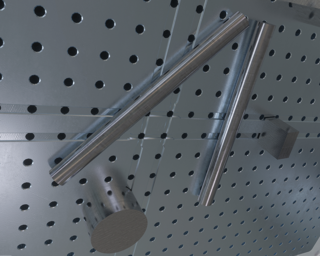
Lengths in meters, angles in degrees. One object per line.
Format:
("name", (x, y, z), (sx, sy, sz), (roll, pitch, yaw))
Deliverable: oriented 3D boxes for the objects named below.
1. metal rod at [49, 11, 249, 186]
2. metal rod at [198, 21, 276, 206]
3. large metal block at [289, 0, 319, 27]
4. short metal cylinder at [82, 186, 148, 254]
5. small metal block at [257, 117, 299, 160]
("metal rod", (-0.013, -0.037, 0.381), (0.300, 0.025, 0.025), (-41, 130, -1))
("metal rod", (0.108, -0.005, 0.467), (0.025, 0.025, 0.298), (-1, 119, -28))
("large metal block", (0.231, -0.174, 0.395), (0.050, 0.080, 0.080), (28, 103, -38))
("short metal cylinder", (-0.065, 0.130, 0.440), (0.081, 0.050, 0.079), (-14, 124, -21))
("small metal block", (0.194, 0.016, 0.511), (0.025, 0.050, 0.050), (-5, 121, -26))
